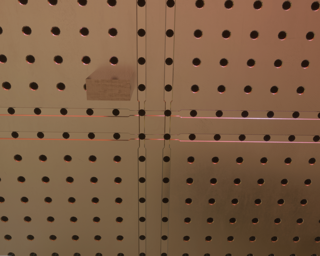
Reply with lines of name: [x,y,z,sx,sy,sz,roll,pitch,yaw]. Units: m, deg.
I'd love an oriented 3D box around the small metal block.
small metal block: [-0.060,-0.052,0.380,0.050,0.050,0.025,1,110,-1]
